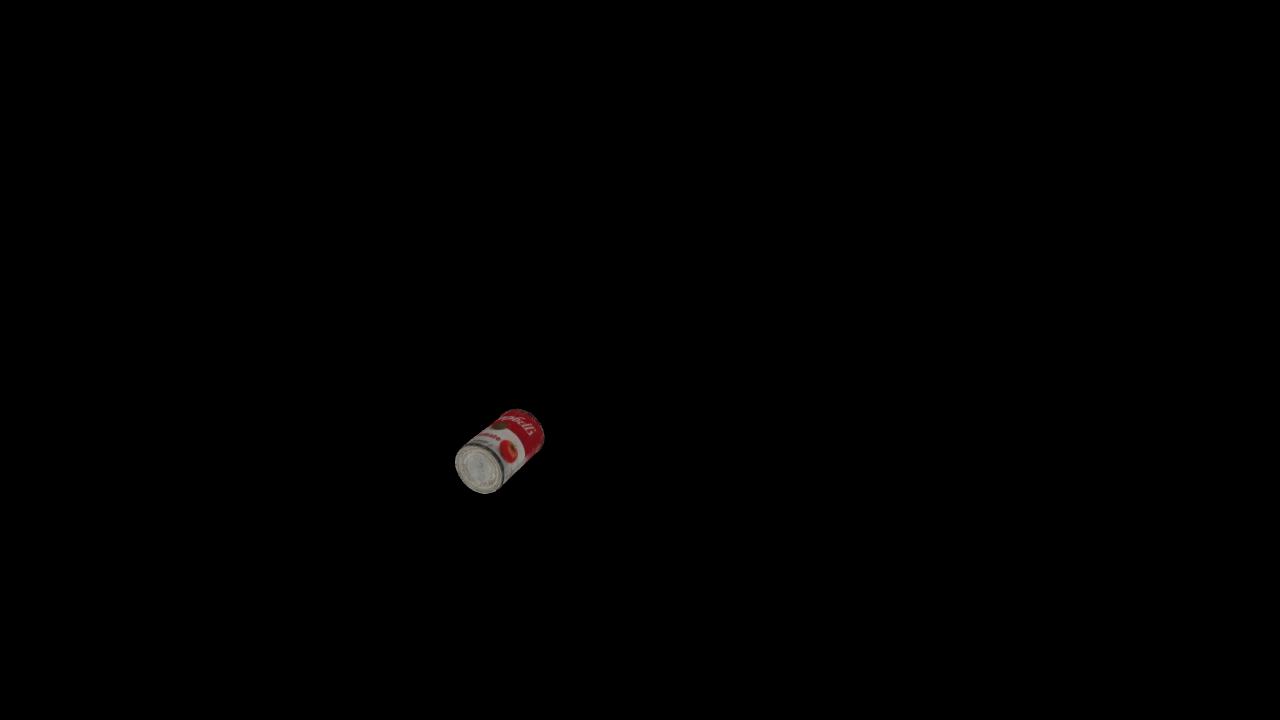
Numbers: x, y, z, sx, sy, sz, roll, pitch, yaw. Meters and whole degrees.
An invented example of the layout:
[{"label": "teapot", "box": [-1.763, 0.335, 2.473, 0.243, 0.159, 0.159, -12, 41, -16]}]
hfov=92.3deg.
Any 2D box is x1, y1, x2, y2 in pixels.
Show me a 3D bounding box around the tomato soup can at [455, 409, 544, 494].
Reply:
[{"label": "tomato soup can", "box": [-0.172, 0.111, 0.759, 0.068, 0.068, 0.101, 0, 20, 22]}]
